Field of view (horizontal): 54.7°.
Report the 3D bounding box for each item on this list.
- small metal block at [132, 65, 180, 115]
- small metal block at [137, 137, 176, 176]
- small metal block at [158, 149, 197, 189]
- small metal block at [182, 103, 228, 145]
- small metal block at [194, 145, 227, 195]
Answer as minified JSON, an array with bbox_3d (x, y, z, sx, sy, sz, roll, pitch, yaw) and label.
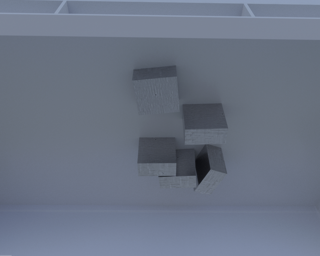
[{"bbox_3d":[-0.004,-0.044,0.371,0.050,0.025,0.050,-5,130,4],"label":"small metal block"},{"bbox_3d":[-0.004,0.039,0.425,0.050,0.050,0.025,0,130,0],"label":"small metal block"},{"bbox_3d":[0.025,0.058,0.441,0.050,0.050,0.025,-3,130,6],"label":"small metal block"},{"bbox_3d":[0.055,-0.006,0.388,0.050,0.050,0.025,-1,130,1],"label":"small metal block"},{"bbox_3d":[0.069,0.059,0.444,0.025,0.050,0.050,17,128,-14],"label":"small metal block"}]
